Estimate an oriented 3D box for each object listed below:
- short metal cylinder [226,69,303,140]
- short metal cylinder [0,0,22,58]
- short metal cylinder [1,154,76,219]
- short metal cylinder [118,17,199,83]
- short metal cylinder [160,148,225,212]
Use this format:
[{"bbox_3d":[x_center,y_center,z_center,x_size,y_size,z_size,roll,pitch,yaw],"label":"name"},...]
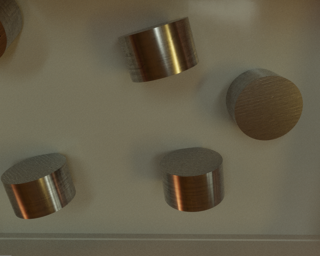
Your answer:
[{"bbox_3d":[0.128,-0.031,0.389,0.081,0.050,0.079,0,110,-1],"label":"short metal cylinder"},{"bbox_3d":[-0.201,-0.117,0.339,0.081,0.050,0.079,-1,131,-1],"label":"short metal cylinder"},{"bbox_3d":[-0.158,0.074,0.407,0.080,0.080,0.050,-9,110,3],"label":"short metal cylinder"},{"bbox_3d":[-0.001,-0.089,0.349,0.080,0.080,0.050,-15,110,5],"label":"short metal cylinder"},{"bbox_3d":[0.043,0.065,0.407,0.080,0.080,0.050,-7,110,2],"label":"short metal cylinder"}]
